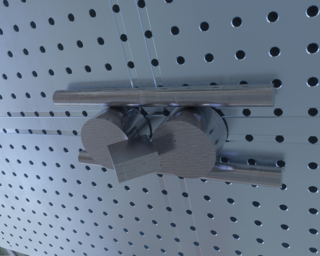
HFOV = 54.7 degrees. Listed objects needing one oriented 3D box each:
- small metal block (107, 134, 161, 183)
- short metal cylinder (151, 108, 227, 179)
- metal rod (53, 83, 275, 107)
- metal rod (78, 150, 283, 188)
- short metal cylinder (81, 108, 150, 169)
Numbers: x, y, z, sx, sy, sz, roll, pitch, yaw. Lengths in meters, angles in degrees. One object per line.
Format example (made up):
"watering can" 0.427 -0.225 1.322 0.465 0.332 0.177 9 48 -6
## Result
"small metal block" -0.032 0.035 0.369 0.050 0.050 0.025 -16 116 -12
"short metal cylinder" 0.036 0.015 0.381 0.080 0.050 0.079 13 124 21
"metal rod" -0.015 -0.039 0.390 0.301 0.025 0.025 2 119 27
"metal rod" 0.010 0.053 0.434 0.301 0.025 0.025 2 120 27
"short metal cylinder" -0.061 0.011 0.429 0.080 0.050 0.079 13 124 21
